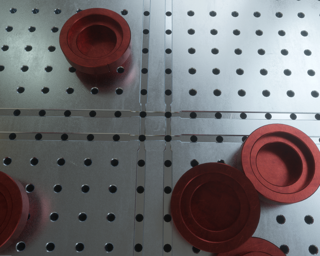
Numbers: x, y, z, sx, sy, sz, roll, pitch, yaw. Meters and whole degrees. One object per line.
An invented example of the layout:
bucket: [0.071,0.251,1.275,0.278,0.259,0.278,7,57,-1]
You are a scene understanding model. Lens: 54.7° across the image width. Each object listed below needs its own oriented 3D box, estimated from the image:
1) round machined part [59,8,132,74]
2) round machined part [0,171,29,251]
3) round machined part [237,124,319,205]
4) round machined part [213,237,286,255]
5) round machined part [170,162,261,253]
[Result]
round machined part: [-0.089,-0.119,0.445,0.099,0.042,0.098,0,70,0]
round machined part: [-0.203,0.100,0.364,0.099,0.042,0.098,0,70,-1]
round machined part: [0.145,0.047,0.387,0.099,0.042,0.098,0,70,-1]
round machined part: [0.104,0.171,0.341,0.099,0.042,0.098,0,70,-1]
round machined part: [0.065,0.090,0.361,0.098,0.042,0.098,-2,79,13]
